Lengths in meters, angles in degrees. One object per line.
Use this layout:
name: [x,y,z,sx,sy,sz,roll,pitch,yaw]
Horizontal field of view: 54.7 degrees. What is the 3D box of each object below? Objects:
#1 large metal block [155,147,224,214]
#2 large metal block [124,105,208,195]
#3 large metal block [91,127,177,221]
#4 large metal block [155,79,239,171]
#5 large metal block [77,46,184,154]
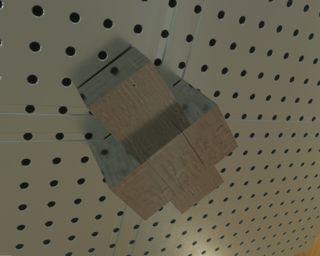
large metal block: [0.037,0.068,0.460,0.080,0.050,0.080,-37,130,-3]
large metal block: [0.006,0.026,0.397,0.050,0.080,0.080,-38,130,-3]
large metal block: [-0.034,0.057,0.394,0.050,0.080,0.080,-38,130,-3]
large metal block: [0.046,-0.005,0.400,0.050,0.080,0.080,-38,130,-3]
large metal block: [-0.032,-0.031,0.356,0.080,0.050,0.080,-38,130,-2]
